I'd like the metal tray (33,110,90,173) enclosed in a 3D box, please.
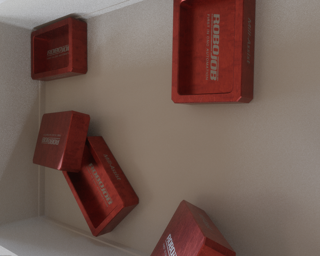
[{"bbox_3d":[-0.165,0.021,0.508,0.130,0.030,0.090,-1,77,51],"label":"metal tray"}]

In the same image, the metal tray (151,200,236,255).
[{"bbox_3d":[0.023,0.133,0.310,0.030,0.130,0.090,30,89,-4],"label":"metal tray"}]

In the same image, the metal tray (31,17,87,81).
[{"bbox_3d":[-0.182,-0.135,0.549,0.130,0.030,0.089,-1,90,39],"label":"metal tray"}]

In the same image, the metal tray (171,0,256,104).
[{"bbox_3d":[0.059,-0.093,0.353,0.090,0.030,0.129,2,91,39],"label":"metal tray"}]

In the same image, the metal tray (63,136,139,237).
[{"bbox_3d":[-0.097,0.087,0.480,0.090,0.030,0.130,-50,61,28],"label":"metal tray"}]
